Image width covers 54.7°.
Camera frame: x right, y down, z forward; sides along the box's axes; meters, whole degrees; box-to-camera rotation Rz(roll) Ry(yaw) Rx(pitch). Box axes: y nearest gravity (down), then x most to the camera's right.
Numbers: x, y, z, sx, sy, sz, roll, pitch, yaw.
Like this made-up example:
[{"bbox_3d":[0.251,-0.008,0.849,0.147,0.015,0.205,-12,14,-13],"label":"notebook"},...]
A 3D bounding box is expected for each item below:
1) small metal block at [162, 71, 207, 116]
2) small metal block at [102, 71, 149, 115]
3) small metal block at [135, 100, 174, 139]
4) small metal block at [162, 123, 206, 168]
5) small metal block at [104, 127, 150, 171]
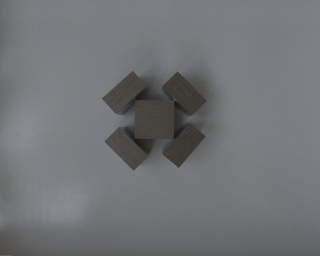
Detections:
[{"bbox_3d":[0.029,-0.042,0.397,0.025,0.050,0.050,-45,91,-1],"label":"small metal block"},{"bbox_3d":[-0.042,-0.043,0.396,0.050,0.050,0.025,-42,90,1],"label":"small metal block"},{"bbox_3d":[-0.007,-0.011,0.409,0.050,0.025,0.050,1,90,0],"label":"small metal block"},{"bbox_3d":[0.029,0.021,0.397,0.025,0.050,0.050,40,89,-1],"label":"small metal block"},{"bbox_3d":[-0.040,0.025,0.397,0.025,0.050,0.050,-45,90,1],"label":"small metal block"}]
